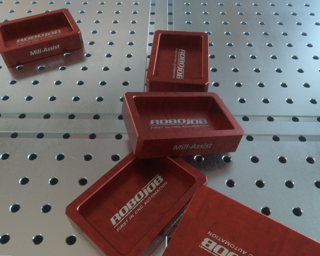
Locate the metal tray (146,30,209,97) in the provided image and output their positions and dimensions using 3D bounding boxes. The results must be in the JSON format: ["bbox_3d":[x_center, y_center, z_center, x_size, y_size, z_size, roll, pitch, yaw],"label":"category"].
[{"bbox_3d":[0.030,-0.105,0.492,0.090,0.030,0.130,4,50,3],"label":"metal tray"}]

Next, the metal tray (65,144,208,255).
[{"bbox_3d":[-0.022,0.078,0.338,0.090,0.030,0.131,35,58,25],"label":"metal tray"}]

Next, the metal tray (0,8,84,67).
[{"bbox_3d":[-0.210,-0.160,0.537,0.131,0.030,0.090,-21,53,-17],"label":"metal tray"}]

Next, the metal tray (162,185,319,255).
[{"bbox_3d":[0.076,0.122,0.284,0.130,0.030,0.090,25,73,19],"label":"metal tray"}]

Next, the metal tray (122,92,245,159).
[{"bbox_3d":[0.025,-0.008,0.384,0.131,0.030,0.090,-2,40,-19],"label":"metal tray"}]
